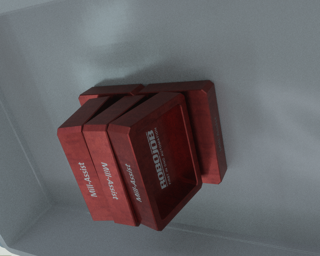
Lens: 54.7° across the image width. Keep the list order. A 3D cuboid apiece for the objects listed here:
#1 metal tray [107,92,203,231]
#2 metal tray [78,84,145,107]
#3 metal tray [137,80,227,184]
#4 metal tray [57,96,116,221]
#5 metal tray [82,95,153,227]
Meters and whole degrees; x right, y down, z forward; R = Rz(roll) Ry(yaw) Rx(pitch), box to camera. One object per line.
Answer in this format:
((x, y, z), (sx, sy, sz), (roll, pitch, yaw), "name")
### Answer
((0.001, 0.036, 0.344), (0.030, 0.091, 0.129), (9, 124, 40), "metal tray")
((-0.051, 0.006, 0.433), (0.090, 0.030, 0.129), (0, 119, 28), "metal tray")
((0.030, 0.008, 0.392), (0.090, 0.030, 0.129), (0, 119, 28), "metal tray")
((-0.070, 0.037, 0.382), (0.030, 0.090, 0.129), (-6, 116, 17), "metal tray")
((-0.034, 0.037, 0.364), (0.030, 0.090, 0.129), (0, 116, 28), "metal tray")
